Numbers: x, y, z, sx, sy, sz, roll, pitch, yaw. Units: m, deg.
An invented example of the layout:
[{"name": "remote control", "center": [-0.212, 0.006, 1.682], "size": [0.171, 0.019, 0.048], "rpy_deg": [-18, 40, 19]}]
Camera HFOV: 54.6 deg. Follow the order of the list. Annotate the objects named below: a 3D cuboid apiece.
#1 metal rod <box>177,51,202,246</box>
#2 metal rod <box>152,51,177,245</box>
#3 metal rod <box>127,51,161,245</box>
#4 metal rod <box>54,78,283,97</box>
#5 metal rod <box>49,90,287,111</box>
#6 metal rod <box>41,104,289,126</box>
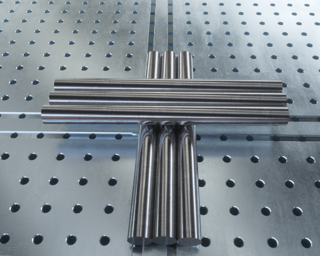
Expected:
[{"name": "metal rod", "center": [0.035, 0.000, 0.408], "size": [0.025, 0.025, 0.300], "rpy_deg": [2, 50, 1]}, {"name": "metal rod", "center": [0.010, -0.001, 0.409], "size": [0.025, 0.025, 0.300], "rpy_deg": [2, 50, 1]}, {"name": "metal rod", "center": [-0.015, -0.001, 0.408], "size": [0.025, 0.025, 0.300], "rpy_deg": [2, 50, 1]}, {"name": "metal rod", "center": [0.011, -0.055, 0.421], "size": [0.302, 0.025, 0.025], "rpy_deg": [0, 50, 0]}, {"name": "metal rod", "center": [0.010, -0.035, 0.405], "size": [0.302, 0.025, 0.025], "rpy_deg": [0, 50, 0]}, {"name": "metal rod", "center": [0.006, -0.016, 0.389], "size": [0.302, 0.025, 0.025], "rpy_deg": [0, 50, 0]}]
